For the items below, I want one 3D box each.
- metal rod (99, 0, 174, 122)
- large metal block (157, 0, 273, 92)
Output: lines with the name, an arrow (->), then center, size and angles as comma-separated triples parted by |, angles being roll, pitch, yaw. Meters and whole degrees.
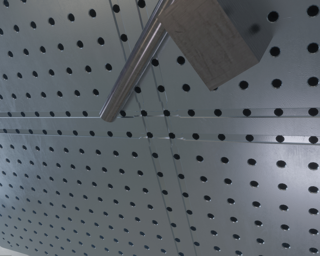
metal rod -> -0.004, -0.110, 0.345 | 0.025, 0.025, 0.298 | 39, 129, 2
large metal block -> 0.055, -0.093, 0.289 | 0.050, 0.080, 0.080 | -30, 102, 38
